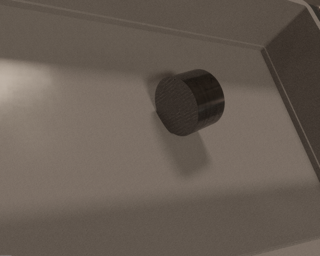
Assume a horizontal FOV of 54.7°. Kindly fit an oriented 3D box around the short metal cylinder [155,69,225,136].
[{"bbox_3d":[0.038,-0.035,0.414,0.050,0.080,0.080,-22,74,-36],"label":"short metal cylinder"}]
